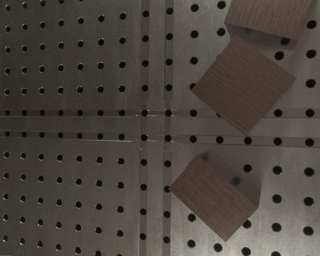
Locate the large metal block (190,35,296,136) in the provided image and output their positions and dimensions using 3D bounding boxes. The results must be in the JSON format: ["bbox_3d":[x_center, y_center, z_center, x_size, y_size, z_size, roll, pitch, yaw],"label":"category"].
[{"bbox_3d":[0.097,-0.047,0.365,0.080,0.050,0.080,42,103,15],"label":"large metal block"}]

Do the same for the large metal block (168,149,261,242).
[{"bbox_3d":[0.067,0.072,0.359,0.080,0.080,0.050,41,103,15],"label":"large metal block"}]

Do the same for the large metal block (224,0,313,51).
[{"bbox_3d":[0.129,-0.142,0.354,0.080,0.050,0.080,21,97,18],"label":"large metal block"}]
